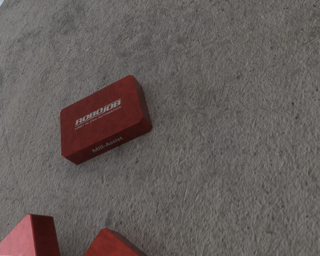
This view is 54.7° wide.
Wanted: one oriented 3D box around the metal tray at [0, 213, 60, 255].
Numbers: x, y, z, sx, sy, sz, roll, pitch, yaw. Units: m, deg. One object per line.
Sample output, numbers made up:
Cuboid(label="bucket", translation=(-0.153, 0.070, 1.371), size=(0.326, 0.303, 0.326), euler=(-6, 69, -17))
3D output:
Cuboid(label="metal tray", translation=(-0.167, 0.173, 0.359), size=(0.130, 0.030, 0.090), euler=(-45, 49, 18))

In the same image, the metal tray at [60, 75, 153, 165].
Cuboid(label="metal tray", translation=(-0.082, -0.012, 0.451), size=(0.130, 0.030, 0.090), euler=(-25, 53, 12))

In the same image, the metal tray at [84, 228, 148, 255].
Cuboid(label="metal tray", translation=(-0.060, 0.184, 0.319), size=(0.090, 0.030, 0.130), euler=(25, 75, 36))
